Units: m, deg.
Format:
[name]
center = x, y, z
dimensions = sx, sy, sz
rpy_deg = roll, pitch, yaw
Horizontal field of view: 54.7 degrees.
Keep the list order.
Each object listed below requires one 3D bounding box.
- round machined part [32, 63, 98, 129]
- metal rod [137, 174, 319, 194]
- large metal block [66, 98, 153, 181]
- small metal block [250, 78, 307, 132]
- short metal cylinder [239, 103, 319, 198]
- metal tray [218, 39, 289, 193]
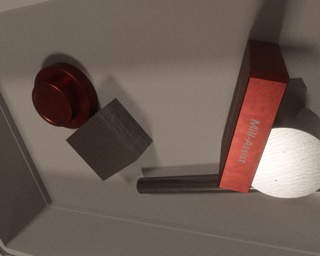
[round machined part]
center = -0.143, -0.041, 0.446
dimensions = 0.098, 0.042, 0.097
rpy_deg = 13, 124, 20
[metal rod]
center = 0.099, 0.071, 0.399
dimensions = 0.300, 0.025, 0.025
rpy_deg = -8, 115, 31
[large metal block]
center = -0.072, 0.018, 0.439
dimensions = 0.080, 0.050, 0.080
rpy_deg = -34, 100, 38
[small metal block]
center = 0.121, -0.023, 0.322
dimensions = 0.050, 0.025, 0.050
rpy_deg = -2, 121, 13
[short metal cylinder]
center = 0.122, 0.022, 0.306
dimensions = 0.080, 0.050, 0.079
rpy_deg = 10, 123, 16
[metal tray]
center = 0.088, -0.011, 0.309
dimensions = 0.030, 0.090, 0.129
rpy_deg = 12, 124, 7
